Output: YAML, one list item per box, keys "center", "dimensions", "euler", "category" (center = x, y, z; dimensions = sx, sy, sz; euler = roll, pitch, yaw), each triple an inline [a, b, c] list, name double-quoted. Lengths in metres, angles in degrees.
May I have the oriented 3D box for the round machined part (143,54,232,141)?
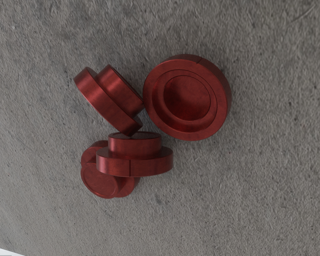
- center: [0.033, -0.037, 0.354]
  dimensions: [0.098, 0.042, 0.097]
  euler: [12, 123, 20]
  category: "round machined part"

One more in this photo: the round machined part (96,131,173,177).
- center: [-0.032, 0.029, 0.400]
  dimensions: [0.098, 0.099, 0.042]
  euler: [4, 99, 26]
  category: "round machined part"

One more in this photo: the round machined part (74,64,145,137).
- center: [-0.053, -0.039, 0.376]
  dimensions: [0.042, 0.098, 0.098]
  euler: [-43, 95, 4]
  category: "round machined part"

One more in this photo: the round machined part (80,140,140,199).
- center: [-0.084, 0.071, 0.484]
  dimensions: [0.098, 0.042, 0.097]
  euler: [13, 124, 21]
  category: "round machined part"
